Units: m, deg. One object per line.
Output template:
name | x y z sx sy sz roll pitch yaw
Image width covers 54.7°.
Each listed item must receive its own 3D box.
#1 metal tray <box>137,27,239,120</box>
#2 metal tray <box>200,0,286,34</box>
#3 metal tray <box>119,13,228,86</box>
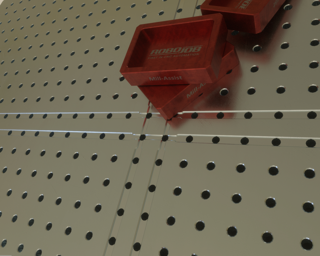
metal tray | 0.032 -0.084 0.438 0.130 0.030 0.090 -39 51 1
metal tray | 0.130 -0.192 0.440 0.090 0.030 0.130 24 65 36
metal tray | 0.018 -0.104 0.418 0.130 0.030 0.090 2 63 28
